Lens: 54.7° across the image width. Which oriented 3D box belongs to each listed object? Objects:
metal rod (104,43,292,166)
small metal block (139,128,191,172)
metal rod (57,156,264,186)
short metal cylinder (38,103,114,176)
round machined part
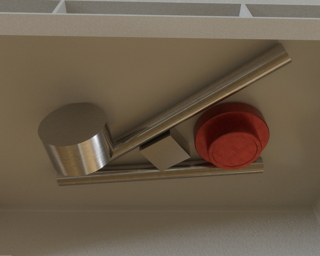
[{"bbox_3d":[0.017,-0.015,0.395,0.300,0.025,0.025,-29,125,22],"label":"metal rod"},{"bbox_3d":[0.007,0.028,0.430,0.050,0.025,0.050,-29,125,22],"label":"small metal block"},{"bbox_3d":[-0.001,0.065,0.462,0.302,0.025,0.025,-4,130,3],"label":"metal rod"},{"bbox_3d":[-0.101,0.013,0.381,0.080,0.080,0.050,-4,130,3],"label":"short metal cylinder"},{"bbox_3d":[0.095,0.017,0.410,0.099,0.042,0.097,-1,130,0],"label":"round machined part"}]
